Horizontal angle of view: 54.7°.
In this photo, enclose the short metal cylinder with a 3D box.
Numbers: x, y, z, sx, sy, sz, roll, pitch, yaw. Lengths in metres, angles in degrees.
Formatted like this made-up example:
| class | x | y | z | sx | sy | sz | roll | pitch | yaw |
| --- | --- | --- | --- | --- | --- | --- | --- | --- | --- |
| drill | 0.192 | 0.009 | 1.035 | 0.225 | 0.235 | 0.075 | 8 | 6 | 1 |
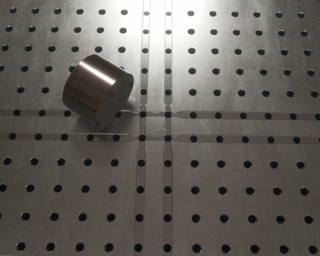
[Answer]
| class | x | y | z | sx | sy | sz | roll | pitch | yaw |
| --- | --- | --- | --- | --- | --- | --- | --- | --- | --- |
| short metal cylinder | -0.078 | -0.047 | 0.399 | 0.050 | 0.080 | 0.080 | 32 | 73 | 11 |
